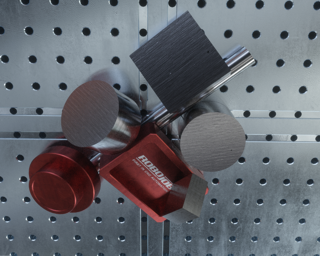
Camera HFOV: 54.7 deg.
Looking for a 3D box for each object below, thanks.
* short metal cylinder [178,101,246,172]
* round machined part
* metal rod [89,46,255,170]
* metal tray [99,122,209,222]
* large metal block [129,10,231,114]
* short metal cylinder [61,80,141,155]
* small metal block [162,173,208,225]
[{"bbox_3d":[0.065,0.010,0.404,0.081,0.050,0.079,0,110,0],"label":"short metal cylinder"},{"bbox_3d":[-0.134,0.076,0.417,0.098,0.042,0.097,7,117,14],"label":"round machined part"},{"bbox_3d":[-0.009,-0.005,0.413,0.300,0.025,0.025,-35,107,12],"label":"metal rod"},{"bbox_3d":[-0.006,0.064,0.419,0.090,0.030,0.130,-36,119,12],"label":"metal tray"},{"bbox_3d":[0.025,-0.073,0.361,0.080,0.050,0.080,-35,87,12],"label":"large metal block"},{"bbox_3d":[-0.070,-0.011,0.373,0.080,0.050,0.080,-7,72,24],"label":"short metal cylinder"},{"bbox_3d":[0.033,0.093,0.403,0.025,0.050,0.050,32,142,-13],"label":"small metal block"}]
